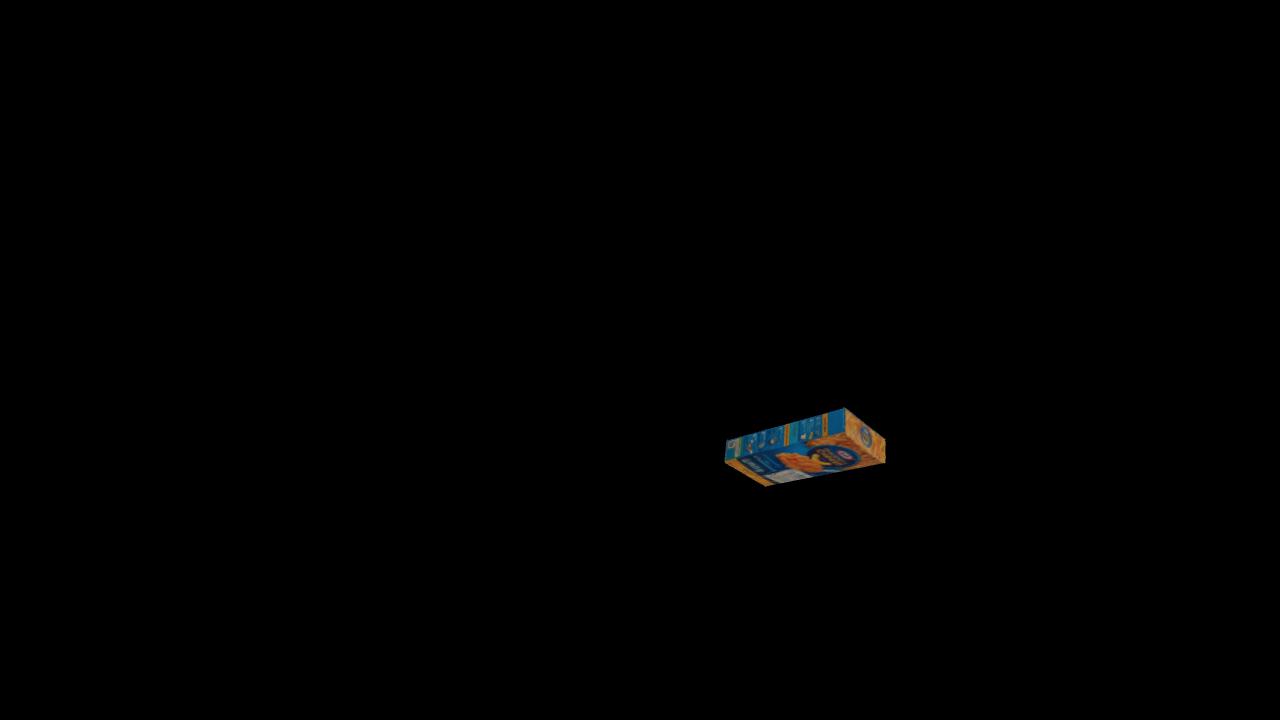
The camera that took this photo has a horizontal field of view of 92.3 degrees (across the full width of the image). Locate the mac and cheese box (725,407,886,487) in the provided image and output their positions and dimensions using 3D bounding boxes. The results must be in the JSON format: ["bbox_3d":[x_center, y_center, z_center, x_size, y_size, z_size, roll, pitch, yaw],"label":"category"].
[{"bbox_3d":[0.210,0.118,0.801,0.093,0.041,0.184,34,-38,-29],"label":"mac and cheese box"}]
